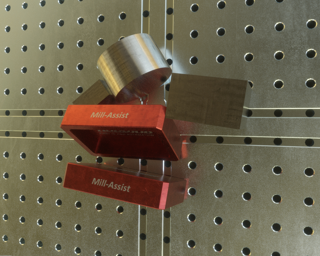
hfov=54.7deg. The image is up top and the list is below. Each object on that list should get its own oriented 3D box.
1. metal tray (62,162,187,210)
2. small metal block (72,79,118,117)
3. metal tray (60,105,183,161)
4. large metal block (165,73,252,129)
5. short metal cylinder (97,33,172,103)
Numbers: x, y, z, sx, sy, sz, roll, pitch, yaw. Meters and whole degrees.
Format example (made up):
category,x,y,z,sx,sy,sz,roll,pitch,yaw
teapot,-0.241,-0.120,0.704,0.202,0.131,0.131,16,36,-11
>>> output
category,x,y,z,sx,sy,sz,roll,pitch,yaw
metal tray,-0.041,0.069,0.389,0.130,0.090,0.030,8,85,19
small metal block,-0.082,-0.039,0.427,0.050,0.050,0.025,-37,78,16
metal tray,-0.045,0.007,0.391,0.130,0.090,0.030,1,61,19
large metal block,0.060,-0.029,0.362,0.080,0.080,0.050,9,93,19
short metal cylinder,-0.032,-0.074,0.394,0.080,0.080,0.050,-32,80,17
